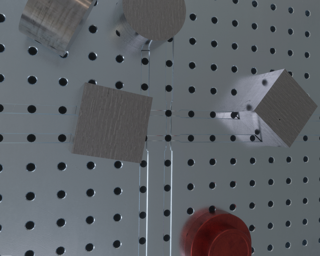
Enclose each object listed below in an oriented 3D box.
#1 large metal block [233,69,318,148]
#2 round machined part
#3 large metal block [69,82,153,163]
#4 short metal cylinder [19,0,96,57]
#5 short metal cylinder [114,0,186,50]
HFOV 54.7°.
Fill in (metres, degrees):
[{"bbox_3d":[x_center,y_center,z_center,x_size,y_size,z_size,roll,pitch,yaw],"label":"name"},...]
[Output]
[{"bbox_3d":[0.172,-0.028,0.462,0.080,0.050,0.080,42,77,-15],"label":"large metal block"},{"bbox_3d":[0.089,0.170,0.436,0.099,0.042,0.097,0,90,-20],"label":"round machined part"},{"bbox_3d":[-0.061,-0.005,0.377,0.081,0.050,0.080,11,86,-20],"label":"large metal block"},{"bbox_3d":[-0.111,-0.127,0.342,0.050,0.080,0.080,30,80,-18],"label":"short metal cylinder"},{"bbox_3d":[-0.014,-0.145,0.394,0.081,0.050,0.080,0,90,-20],"label":"short metal cylinder"}]
